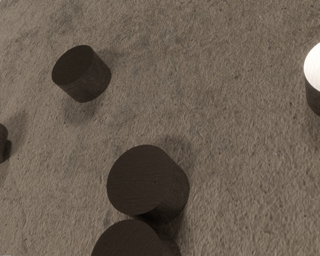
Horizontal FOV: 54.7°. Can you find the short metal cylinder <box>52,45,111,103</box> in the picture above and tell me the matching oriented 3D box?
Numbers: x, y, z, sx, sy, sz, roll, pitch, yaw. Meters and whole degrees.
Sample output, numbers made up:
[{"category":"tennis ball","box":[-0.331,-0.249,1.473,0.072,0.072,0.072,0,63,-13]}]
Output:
[{"category":"short metal cylinder","box":[-0.128,-0.088,0.507,0.080,0.050,0.080,-13,56,20]}]

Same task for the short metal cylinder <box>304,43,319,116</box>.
[{"category":"short metal cylinder","box":[0.193,-0.051,0.318,0.080,0.050,0.080,-13,56,20]}]

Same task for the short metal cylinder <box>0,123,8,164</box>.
[{"category":"short metal cylinder","box":[-0.297,0.025,0.506,0.080,0.080,0.050,-19,55,17]}]

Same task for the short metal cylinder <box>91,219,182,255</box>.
[{"category":"short metal cylinder","box":[-0.023,0.139,0.314,0.080,0.050,0.080,-13,56,20]}]

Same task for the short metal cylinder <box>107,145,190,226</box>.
[{"category":"short metal cylinder","box":[-0.013,0.066,0.353,0.080,0.050,0.080,-13,56,20]}]
